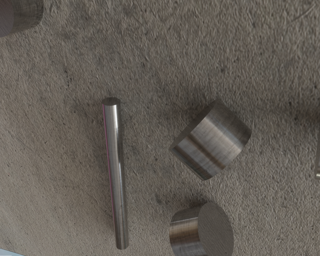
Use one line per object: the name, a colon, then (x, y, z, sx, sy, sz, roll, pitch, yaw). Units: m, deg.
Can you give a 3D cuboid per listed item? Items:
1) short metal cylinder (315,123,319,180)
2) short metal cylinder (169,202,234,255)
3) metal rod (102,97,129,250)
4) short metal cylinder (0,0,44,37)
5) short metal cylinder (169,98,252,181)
short metal cylinder: (0.176, 0.012, 0.286, 0.050, 0.080, 0.079, 7, 122, 25)
short metal cylinder: (0.059, 0.149, 0.433, 0.050, 0.080, 0.080, -28, 103, 37)
metal rod: (-0.068, 0.090, 0.498, 0.025, 0.025, 0.298, 14, 124, 20)
short metal cylinder: (-0.198, -0.162, 0.395, 0.080, 0.050, 0.079, 13, 124, 21)
short metal cylinder: (0.056, 0.013, 0.350, 0.050, 0.080, 0.080, 43, 129, -2)
